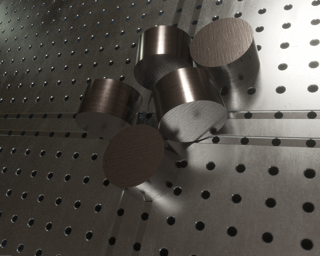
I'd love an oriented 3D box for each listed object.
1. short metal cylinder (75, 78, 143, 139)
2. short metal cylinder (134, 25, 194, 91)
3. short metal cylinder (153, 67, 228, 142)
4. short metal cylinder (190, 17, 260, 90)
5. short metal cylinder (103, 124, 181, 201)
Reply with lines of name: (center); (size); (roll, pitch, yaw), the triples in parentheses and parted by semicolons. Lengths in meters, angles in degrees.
short metal cylinder: (-0.068, -0.023, 0.421); (0.080, 0.080, 0.050); (-3, 61, 26)
short metal cylinder: (0.006, -0.092, 0.425); (0.080, 0.080, 0.050); (-10, 57, 22)
short metal cylinder: (0.034, -0.026, 0.370); (0.080, 0.080, 0.050); (-21, 54, 15)
short metal cylinder: (0.086, -0.097, 0.406); (0.080, 0.050, 0.080); (-13, 56, 20)
short metal cylinder: (-0.021, 0.042, 0.376); (0.080, 0.050, 0.080); (-13, 56, 20)
